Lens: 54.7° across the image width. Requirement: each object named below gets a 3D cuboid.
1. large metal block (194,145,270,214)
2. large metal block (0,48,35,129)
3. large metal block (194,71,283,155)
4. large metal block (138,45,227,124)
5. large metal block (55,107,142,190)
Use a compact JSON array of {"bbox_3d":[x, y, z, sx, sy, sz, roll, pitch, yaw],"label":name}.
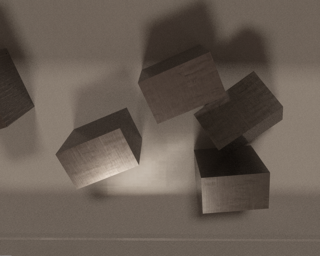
[{"bbox_3d":[0.090,0.065,0.407,0.080,0.080,0.050,-5,110,1],"label":"large metal block"},{"bbox_3d":[-0.203,-0.043,0.363,0.050,0.080,0.080,-17,110,6],"label":"large metal block"},{"bbox_3d":[0.097,-0.013,0.371,0.080,0.080,0.050,-36,71,12],"label":"large metal block"},{"bbox_3d":[0.024,-0.054,0.362,0.080,0.080,0.050,-22,109,7],"label":"large metal block"},{"bbox_3d":[-0.071,0.022,0.389,0.080,0.080,0.050,-22,109,7],"label":"large metal block"}]
